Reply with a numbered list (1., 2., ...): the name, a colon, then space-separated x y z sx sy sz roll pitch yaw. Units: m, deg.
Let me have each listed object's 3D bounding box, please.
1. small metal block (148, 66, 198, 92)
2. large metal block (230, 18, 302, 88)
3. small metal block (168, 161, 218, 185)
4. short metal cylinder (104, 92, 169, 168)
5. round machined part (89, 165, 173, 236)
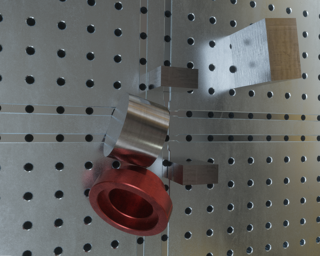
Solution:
1. small metal block: 0.016 -0.063 0.406 0.050 0.050 0.025 1 90 -20
2. large metal block: 0.147 -0.103 0.439 0.050 0.080 0.079 -8 93 -20
3. small metal block: 0.043 0.059 0.417 0.050 0.050 0.025 1 90 -20
4. short metal cylinder: -0.030 0.003 0.373 0.050 0.080 0.080 19 84 -19
5. round machined part: -0.031 0.083 0.374 0.098 0.098 0.042 44 40 -15
